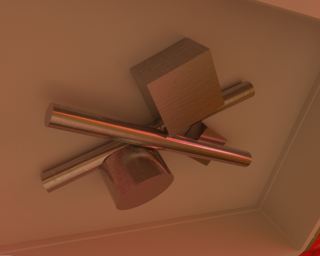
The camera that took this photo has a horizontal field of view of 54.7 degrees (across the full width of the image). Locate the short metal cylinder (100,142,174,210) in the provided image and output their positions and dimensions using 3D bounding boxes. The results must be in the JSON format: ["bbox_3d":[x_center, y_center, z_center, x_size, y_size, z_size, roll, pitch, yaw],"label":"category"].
[{"bbox_3d":[-0.029,0.061,0.396,0.081,0.050,0.080,-25,152,-14],"label":"short metal cylinder"}]

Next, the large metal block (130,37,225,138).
[{"bbox_3d":[0.023,-0.049,0.374,0.080,0.050,0.080,-31,129,-8],"label":"large metal block"}]

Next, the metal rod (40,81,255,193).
[{"bbox_3d":[-0.005,0.005,0.408,0.302,0.025,0.025,-25,128,-14],"label":"metal rod"}]

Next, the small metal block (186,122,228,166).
[{"bbox_3d":[0.063,0.022,0.454,0.050,0.025,0.050,30,102,-38],"label":"small metal block"}]

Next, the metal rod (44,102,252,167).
[{"bbox_3d":[0.011,0.017,0.392,0.302,0.025,0.025,14,111,-34],"label":"metal rod"}]
